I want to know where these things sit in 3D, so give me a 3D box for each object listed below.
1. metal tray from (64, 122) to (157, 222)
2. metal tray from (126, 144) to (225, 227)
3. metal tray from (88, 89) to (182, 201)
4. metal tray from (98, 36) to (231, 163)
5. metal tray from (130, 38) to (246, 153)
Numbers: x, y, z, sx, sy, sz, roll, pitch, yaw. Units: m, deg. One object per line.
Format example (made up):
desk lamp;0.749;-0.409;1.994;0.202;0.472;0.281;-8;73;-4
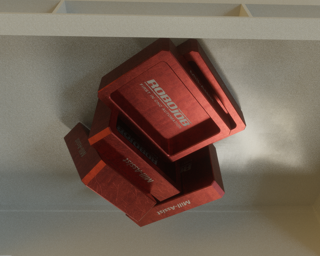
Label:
metal tray;-0.065;0.049;0.381;0.030;0.130;0.090;-47;121;-3
metal tray;0.017;0.072;0.426;0.130;0.090;0.030;-26;126;20
metal tray;-0.024;0.019;0.379;0.030;0.090;0.130;-30;124;22
metal tray;0.008;-0.024;0.344;0.090;0.030;0.130;-29;124;22
metal tray;0.036;-0.032;0.379;0.090;0.030;0.130;-26;125;22
